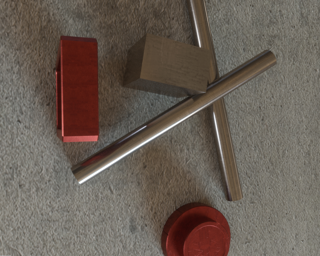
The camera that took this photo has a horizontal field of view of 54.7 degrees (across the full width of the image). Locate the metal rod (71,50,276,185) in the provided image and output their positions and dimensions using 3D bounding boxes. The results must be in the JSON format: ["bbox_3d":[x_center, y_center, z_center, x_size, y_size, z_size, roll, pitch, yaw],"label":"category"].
[{"bbox_3d":[0.025,-0.019,0.400,0.301,0.025,0.025,-32,101,-10],"label":"metal rod"}]

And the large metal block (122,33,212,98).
[{"bbox_3d":[0.006,-0.072,0.383,0.081,0.080,0.050,9,87,-20],"label":"large metal block"}]

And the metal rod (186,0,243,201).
[{"bbox_3d":[0.077,-0.043,0.438,0.025,0.025,0.298,-14,95,-20],"label":"metal rod"}]

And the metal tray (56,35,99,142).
[{"bbox_3d":[-0.089,-0.033,0.321,0.030,0.130,0.089,-1,91,-20],"label":"metal tray"}]

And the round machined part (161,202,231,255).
[{"bbox_3d":[0.055,0.155,0.422,0.099,0.042,0.097,0,90,-21],"label":"round machined part"}]
